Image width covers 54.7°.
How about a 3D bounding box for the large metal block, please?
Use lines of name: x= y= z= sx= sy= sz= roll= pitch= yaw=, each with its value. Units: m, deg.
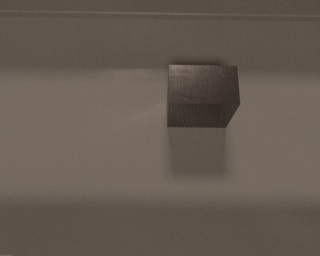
large metal block: x=0.051 y=-0.037 z=0.395 sx=0.081 sy=0.080 sz=0.050 roll=1 pitch=70 yaw=0
